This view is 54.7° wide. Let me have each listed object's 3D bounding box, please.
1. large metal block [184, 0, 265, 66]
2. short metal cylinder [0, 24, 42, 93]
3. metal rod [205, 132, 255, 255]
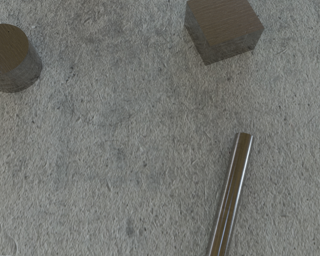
[{"bbox_3d":[0.090,-0.148,0.450,0.080,0.050,0.080,-20,71,-7],"label":"large metal block"},{"bbox_3d":[-0.212,-0.095,0.428,0.081,0.050,0.080,0,70,0],"label":"short metal cylinder"},{"bbox_3d":[0.065,0.145,0.355,0.025,0.025,0.299,17,71,6],"label":"metal rod"}]
